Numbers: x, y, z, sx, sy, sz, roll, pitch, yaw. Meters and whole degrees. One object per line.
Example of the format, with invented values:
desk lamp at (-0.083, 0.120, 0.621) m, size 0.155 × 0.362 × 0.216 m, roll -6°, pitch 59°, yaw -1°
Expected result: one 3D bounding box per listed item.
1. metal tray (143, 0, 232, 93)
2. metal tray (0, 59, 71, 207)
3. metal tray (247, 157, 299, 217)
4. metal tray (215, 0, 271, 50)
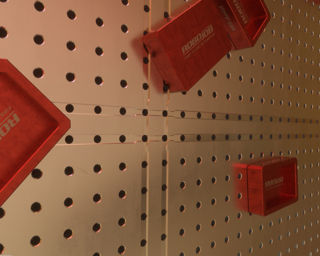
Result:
metal tray at (0.045, -0.122, 0.446) m, size 0.131 × 0.030 × 0.090 m, roll -45°, pitch 117°, yaw -31°
metal tray at (-0.156, 0.013, 0.275) m, size 0.090 × 0.030 × 0.130 m, roll 50°, pitch 60°, yaw -29°
metal tray at (0.219, 0.108, 0.593) m, size 0.131 × 0.030 × 0.089 m, roll -5°, pitch 93°, yaw -40°
metal tray at (0.132, -0.210, 0.518) m, size 0.130 × 0.030 × 0.090 m, roll 50°, pitch 61°, yaw -29°
